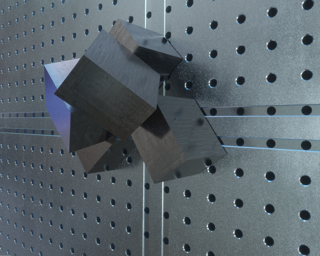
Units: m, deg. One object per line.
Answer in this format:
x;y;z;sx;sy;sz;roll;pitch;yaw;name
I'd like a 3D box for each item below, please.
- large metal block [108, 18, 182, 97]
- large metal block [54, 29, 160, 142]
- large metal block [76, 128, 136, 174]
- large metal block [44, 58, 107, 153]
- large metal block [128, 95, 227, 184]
-0.033;-0.082;0.397;0.080;0.081;0.050;-49;61;29;large metal block
-0.048;-0.046;0.319;0.050;0.080;0.080;-44;21;26;large metal block
-0.085;0.010;0.460;0.080;0.050;0.080;-47;63;29;large metal block
-0.106;-0.029;0.392;0.080;0.050;0.079;55;147;25;large metal block
0.019;0.011;0.355;0.050;0.081;0.080;-41;65;32;large metal block
